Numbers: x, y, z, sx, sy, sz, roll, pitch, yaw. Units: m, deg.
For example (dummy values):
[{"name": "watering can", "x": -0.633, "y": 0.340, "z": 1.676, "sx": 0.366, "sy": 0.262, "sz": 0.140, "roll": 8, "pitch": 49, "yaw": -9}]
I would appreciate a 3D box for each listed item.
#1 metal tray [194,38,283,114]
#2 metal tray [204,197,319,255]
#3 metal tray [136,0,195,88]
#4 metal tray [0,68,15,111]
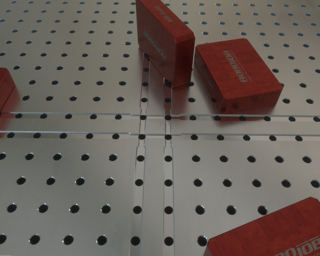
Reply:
[{"name": "metal tray", "x": 0.115, "y": -0.084, "z": 0.477, "sx": 0.091, "sy": 0.030, "sz": 0.130, "roll": -11, "pitch": 51, "yaw": -10}, {"name": "metal tray", "x": 0.120, "y": 0.130, "z": 0.296, "sx": 0.131, "sy": 0.030, "sz": 0.090, "roll": -17, "pitch": 52, "yaw": -14}, {"name": "metal tray", "x": 0.005, "y": -0.136, "z": 0.479, "sx": 0.030, "sy": 0.089, "sz": 0.130, "roll": -22, "pitch": 54, "yaw": -17}, {"name": "metal tray", "x": -0.291, "y": -0.050, "z": 0.441, "sx": 0.131, "sy": 0.030, "sz": 0.090, "roll": 4, "pitch": 50, "yaw": 3}]
